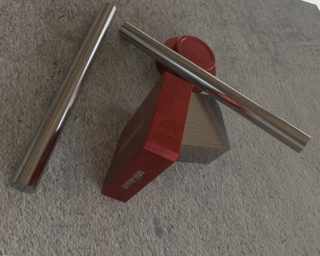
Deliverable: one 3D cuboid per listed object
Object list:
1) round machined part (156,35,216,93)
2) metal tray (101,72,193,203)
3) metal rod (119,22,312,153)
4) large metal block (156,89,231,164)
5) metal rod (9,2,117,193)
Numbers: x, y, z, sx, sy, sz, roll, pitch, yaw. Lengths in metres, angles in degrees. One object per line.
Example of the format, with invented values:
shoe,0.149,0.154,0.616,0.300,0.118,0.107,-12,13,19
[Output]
round machined part,0.047,-0.105,0.484,0.099,0.042,0.098,14,56,-21
metal tray,-0.017,0.014,0.320,0.030,0.129,0.090,25,53,-14
metal rod,0.061,-0.064,0.421,0.300,0.025,0.025,37,49,19
large metal block,0.038,-0.001,0.410,0.081,0.050,0.080,7,59,-25
metal rod,-0.105,-0.062,0.385,0.025,0.025,0.300,24,53,-15
